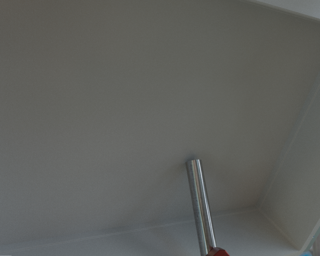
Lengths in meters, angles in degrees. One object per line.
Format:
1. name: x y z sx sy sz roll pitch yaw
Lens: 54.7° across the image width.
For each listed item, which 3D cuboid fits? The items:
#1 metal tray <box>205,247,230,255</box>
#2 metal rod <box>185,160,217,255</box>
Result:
1. metal tray: 0.060 0.232 0.397 0.130 0.090 0.030 -38 171 -13
2. metal rod: 0.072 0.194 0.437 0.025 0.299 0.025 -8 165 -2
